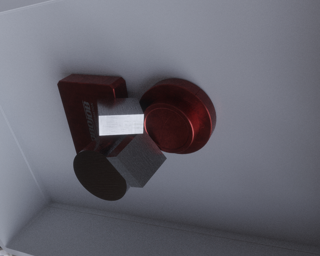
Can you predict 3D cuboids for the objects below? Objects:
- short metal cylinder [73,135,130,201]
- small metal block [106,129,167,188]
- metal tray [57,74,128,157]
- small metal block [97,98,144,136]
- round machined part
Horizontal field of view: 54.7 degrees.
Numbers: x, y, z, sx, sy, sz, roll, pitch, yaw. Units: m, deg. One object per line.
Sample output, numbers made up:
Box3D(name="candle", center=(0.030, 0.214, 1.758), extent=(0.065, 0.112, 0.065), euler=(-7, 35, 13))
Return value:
Box3D(name="short metal cylinder", center=(-0.068, 0.050, 0.417), extent=(0.080, 0.050, 0.079), euler=(13, 124, 20))
Box3D(name="small metal block", center=(-0.027, 0.036, 0.376), extent=(0.025, 0.050, 0.050), euler=(-12, 121, 53))
Box3D(name="metal tray", center=(-0.086, -0.009, 0.439), extent=(0.090, 0.030, 0.129), euler=(7, 122, 24))
Box3D(name="small metal block", center=(-0.049, -0.015, 0.372), extent=(0.050, 0.050, 0.025), euler=(-3, 118, -13))
Box3D(name="round machined part", center=(0.016, -0.008, 0.381), extent=(0.098, 0.042, 0.097), euler=(13, 124, 20))
